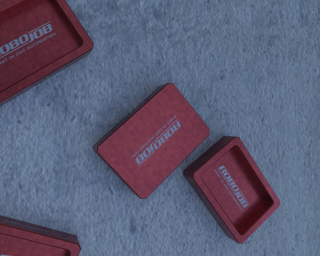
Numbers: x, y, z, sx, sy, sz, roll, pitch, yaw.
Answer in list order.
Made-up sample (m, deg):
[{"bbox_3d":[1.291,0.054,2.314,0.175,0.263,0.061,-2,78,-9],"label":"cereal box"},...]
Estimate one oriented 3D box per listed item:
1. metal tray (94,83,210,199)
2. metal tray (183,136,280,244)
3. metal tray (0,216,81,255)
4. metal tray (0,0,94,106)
[{"bbox_3d":[-0.008,0.015,0.404,0.130,0.030,0.090,-44,104,-15],"label":"metal tray"},{"bbox_3d":[0.106,0.087,0.447,0.090,0.030,0.130,-38,103,-16],"label":"metal tray"},{"bbox_3d":[-0.167,0.153,0.345,0.131,0.030,0.090,23,82,-19],"label":"metal tray"},{"bbox_3d":[-0.154,-0.095,0.349,0.131,0.030,0.090,-36,102,-17],"label":"metal tray"}]
